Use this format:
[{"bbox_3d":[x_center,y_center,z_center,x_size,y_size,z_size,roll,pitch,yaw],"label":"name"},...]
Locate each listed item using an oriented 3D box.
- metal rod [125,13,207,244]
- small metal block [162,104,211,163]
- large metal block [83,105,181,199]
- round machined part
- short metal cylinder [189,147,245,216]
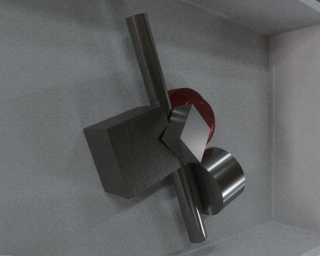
[{"bbox_3d":[0.013,0.011,0.390,0.025,0.025,0.298,-26,107,-37],"label":"metal rod"},{"bbox_3d":[0.033,0.007,0.372,0.050,0.025,0.050,50,49,-37],"label":"small metal block"},{"bbox_3d":[-0.030,0.024,0.361,0.081,0.050,0.080,-26,107,-37],"label":"large metal block"},{"bbox_3d":[0.038,-0.007,0.427,0.099,0.042,0.097,0,90,-40],"label":"round machined part"},{"bbox_3d":[0.069,0.073,0.430,0.050,0.080,0.080,-26,107,-37],"label":"short metal cylinder"}]
